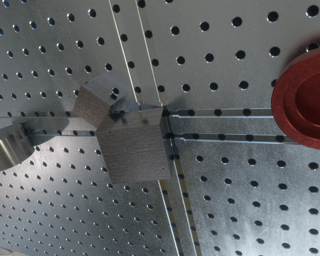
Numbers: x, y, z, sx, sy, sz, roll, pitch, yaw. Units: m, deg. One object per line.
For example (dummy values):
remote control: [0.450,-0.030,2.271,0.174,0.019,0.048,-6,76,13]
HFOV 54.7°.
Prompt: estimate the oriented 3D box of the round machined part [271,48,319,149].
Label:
round machined part: [0.161,-0.030,0.297,0.098,0.042,0.097,13,124,21]

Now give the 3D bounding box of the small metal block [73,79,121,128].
small metal block: [-0.091,-0.032,0.439,0.050,0.025,0.050,35,129,5]

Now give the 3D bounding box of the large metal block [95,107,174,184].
large metal block: [-0.029,0.024,0.410,0.080,0.050,0.080,-7,117,10]

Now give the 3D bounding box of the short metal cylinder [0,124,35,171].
short metal cylinder: [-0.268,0.033,0.538,0.080,0.080,0.050,-5,116,30]
